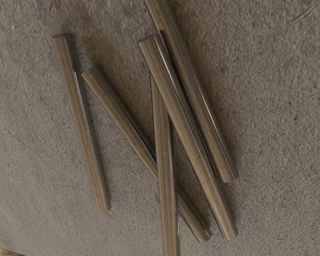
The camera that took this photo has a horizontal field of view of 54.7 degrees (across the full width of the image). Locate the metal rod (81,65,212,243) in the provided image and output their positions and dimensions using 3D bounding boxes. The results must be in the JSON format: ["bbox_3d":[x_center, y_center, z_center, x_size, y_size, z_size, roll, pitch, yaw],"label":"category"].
[{"bbox_3d":[-0.013,0.045,0.440,0.025,0.025,0.299,-24,106,37],"label":"metal rod"}]

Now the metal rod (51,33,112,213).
[{"bbox_3d":[-0.112,0.010,0.472,0.025,0.025,0.298,8,122,24],"label":"metal rod"}]

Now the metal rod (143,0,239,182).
[{"bbox_3d":[0.028,-0.066,0.350,0.025,0.025,0.299,-13,112,33],"label":"metal rod"}]

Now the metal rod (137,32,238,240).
[{"bbox_3d":[0.044,0.029,0.384,0.025,0.025,0.299,-8,120,32],"label":"metal rod"}]

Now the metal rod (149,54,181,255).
[{"bbox_3d":[0.008,0.054,0.411,0.025,0.025,0.298,6,114,25],"label":"metal rod"}]
